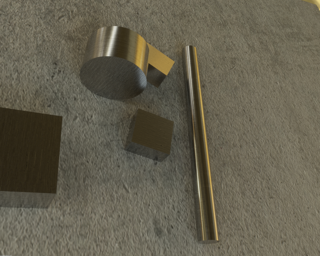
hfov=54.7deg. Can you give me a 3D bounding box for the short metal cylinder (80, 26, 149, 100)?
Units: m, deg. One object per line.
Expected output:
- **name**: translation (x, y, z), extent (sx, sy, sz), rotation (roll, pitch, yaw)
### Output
- **short metal cylinder**: translation (-0.055, -0.079, 0.388), extent (0.081, 0.080, 0.050), rotation (16, 56, -20)

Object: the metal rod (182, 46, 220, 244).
- **metal rod**: translation (0.052, 0.002, 0.432), extent (0.025, 0.025, 0.299), rotation (12, 56, -22)

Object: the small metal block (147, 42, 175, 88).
- **small metal block**: translation (-0.011, -0.091, 0.448), extent (0.050, 0.025, 0.050), rotation (34, 37, -7)

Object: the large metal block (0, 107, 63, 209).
- **large metal block**: translation (-0.141, 0.029, 0.294), extent (0.081, 0.050, 0.080), rotation (9, 58, -24)

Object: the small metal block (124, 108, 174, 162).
- **small metal block**: translation (-0.013, 0.010, 0.392), extent (0.050, 0.025, 0.050), rotation (20, 54, -17)
